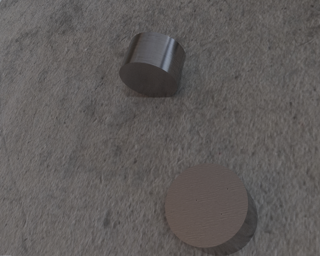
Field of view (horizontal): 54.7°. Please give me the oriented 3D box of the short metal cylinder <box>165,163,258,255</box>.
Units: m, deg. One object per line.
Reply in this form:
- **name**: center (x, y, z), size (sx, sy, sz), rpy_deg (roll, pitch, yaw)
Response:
- **short metal cylinder**: center (0.052, 0.082, 0.310), size (0.080, 0.050, 0.080), rpy_deg (-13, 56, 20)

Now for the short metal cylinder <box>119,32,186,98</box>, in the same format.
- **short metal cylinder**: center (-0.010, -0.084, 0.424), size (0.080, 0.080, 0.050), rpy_deg (2, 63, 29)
